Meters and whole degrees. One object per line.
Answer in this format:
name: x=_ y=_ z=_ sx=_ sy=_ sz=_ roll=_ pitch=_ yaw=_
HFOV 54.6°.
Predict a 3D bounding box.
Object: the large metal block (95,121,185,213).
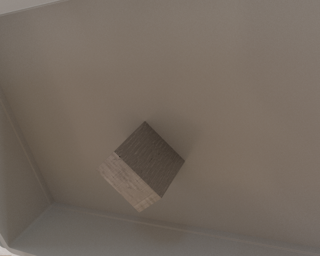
large metal block: x=-0.024 y=0.050 z=0.417 sx=0.080 sy=0.080 sz=0.050 roll=45 pitch=129 yaw=-3
